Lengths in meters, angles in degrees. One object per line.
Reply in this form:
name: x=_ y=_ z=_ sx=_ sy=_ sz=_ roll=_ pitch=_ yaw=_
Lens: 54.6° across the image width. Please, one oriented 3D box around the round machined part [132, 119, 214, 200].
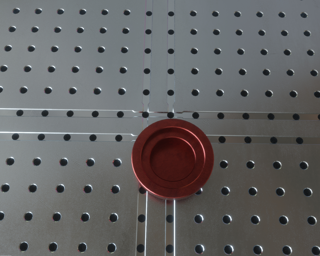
round machined part: x=0.015 y=0.041 z=0.388 sx=0.099 sy=0.042 sz=0.098 roll=0 pitch=70 yaw=0
